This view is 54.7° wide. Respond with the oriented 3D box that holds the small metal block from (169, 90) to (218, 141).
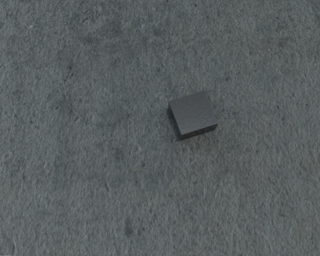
[{"bbox_3d":[0.043,-0.017,0.415,0.050,0.025,0.050,-17,71,-7],"label":"small metal block"}]
